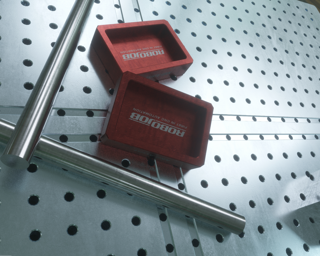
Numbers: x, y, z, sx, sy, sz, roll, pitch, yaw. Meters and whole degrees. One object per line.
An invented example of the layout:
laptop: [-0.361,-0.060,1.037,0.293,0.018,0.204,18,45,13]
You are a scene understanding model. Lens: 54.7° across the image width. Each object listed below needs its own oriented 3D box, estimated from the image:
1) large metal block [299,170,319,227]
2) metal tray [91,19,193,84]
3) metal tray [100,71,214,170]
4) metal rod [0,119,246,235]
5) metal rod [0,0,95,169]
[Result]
large metal block: [0.271,0.114,0.472,0.080,0.050,0.080,43,51,1]
metal tray: [-0.024,-0.114,0.463,0.131,0.030,0.090,-20,72,-36]
metal tray: [0.000,-0.007,0.396,0.131,0.030,0.090,19,70,-18]
metal rod: [-0.034,0.062,0.353,0.302,0.025,0.025,24,53,-14]
metal rod: [-0.121,-0.084,0.375,0.025,0.025,0.300,20,48,-17]
